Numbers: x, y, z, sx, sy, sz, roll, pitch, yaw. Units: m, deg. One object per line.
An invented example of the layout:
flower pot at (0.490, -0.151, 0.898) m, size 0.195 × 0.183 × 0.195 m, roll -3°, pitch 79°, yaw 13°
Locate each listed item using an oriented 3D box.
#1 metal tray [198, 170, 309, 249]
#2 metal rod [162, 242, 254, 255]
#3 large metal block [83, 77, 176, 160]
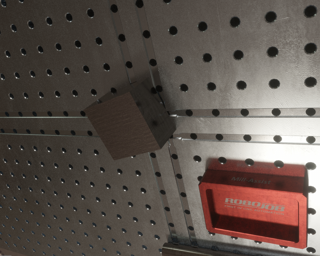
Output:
metal tray at (0.122, 0.105, 0.407) m, size 0.130 × 0.030 × 0.089 m, roll 2°, pitch 119°, yaw 27°
metal rod at (0.141, 0.205, 0.463) m, size 0.300 × 0.025 × 0.025 m, roll -3°, pitch 117°, yaw 29°
large metal block at (-0.038, -0.011, 0.407) m, size 0.080 × 0.050 × 0.080 m, roll -16°, pitch 110°, yaw 34°
